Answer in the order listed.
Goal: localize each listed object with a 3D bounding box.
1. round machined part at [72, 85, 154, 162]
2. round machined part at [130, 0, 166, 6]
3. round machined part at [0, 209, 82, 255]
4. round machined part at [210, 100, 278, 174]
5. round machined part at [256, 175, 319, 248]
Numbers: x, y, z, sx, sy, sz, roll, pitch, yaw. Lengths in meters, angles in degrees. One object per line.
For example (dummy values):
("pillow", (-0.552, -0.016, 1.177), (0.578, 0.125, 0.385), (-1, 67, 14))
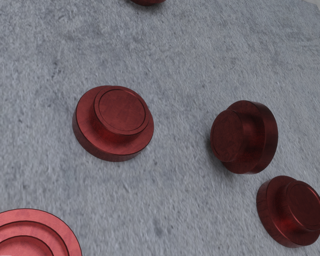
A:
("round machined part", (-0.051, -0.012, 0.374), (0.099, 0.042, 0.098), (14, 56, -21))
("round machined part", (-0.029, -0.249, 0.531), (0.099, 0.042, 0.098), (14, 56, -21))
("round machined part", (-0.118, 0.121, 0.256), (0.099, 0.042, 0.098), (14, 56, -21))
("round machined part", (0.103, 0.011, 0.407), (0.042, 0.097, 0.098), (6, 59, -26))
("round machined part", (0.187, 0.111, 0.428), (0.099, 0.042, 0.098), (14, 56, -21))
